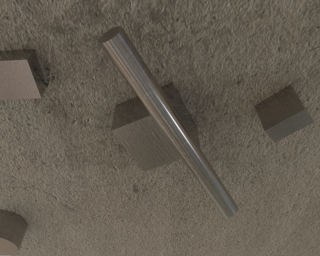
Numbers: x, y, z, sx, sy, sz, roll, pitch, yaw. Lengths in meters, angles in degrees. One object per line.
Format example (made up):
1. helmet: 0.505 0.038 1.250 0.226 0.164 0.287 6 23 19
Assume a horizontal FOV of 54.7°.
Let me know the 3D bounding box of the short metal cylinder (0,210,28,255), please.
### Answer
1. short metal cylinder: -0.284 0.189 0.548 0.081 0.050 0.079 0 130 0

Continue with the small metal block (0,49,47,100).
1. small metal block: -0.164 -0.060 0.353 0.050 0.025 0.050 -3 130 2

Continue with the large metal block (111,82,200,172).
1. large metal block: -0.003 0.001 0.391 0.080 0.050 0.080 -21 127 16

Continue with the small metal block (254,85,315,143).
1. small metal block: 0.150 -0.018 0.378 0.050 0.050 0.025 -33 123 24

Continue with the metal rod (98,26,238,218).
1. metal rod: 0.028 0.018 0.357 0.025 0.025 0.300 -23 127 18
